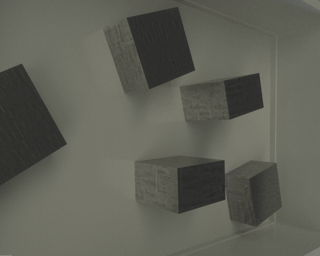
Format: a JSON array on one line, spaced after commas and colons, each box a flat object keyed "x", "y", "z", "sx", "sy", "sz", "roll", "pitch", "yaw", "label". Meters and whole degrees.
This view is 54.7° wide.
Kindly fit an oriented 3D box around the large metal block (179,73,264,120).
[{"x": 0.088, "y": -0.044, "z": 0.444, "sx": 0.081, "sy": 0.080, "sz": 0.050, "roll": -17, "pitch": 101, "yaw": -39, "label": "large metal block"}]

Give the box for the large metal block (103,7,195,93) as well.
[{"x": -0.011, "y": -0.095, "z": 0.381, "sx": 0.081, "sy": 0.050, "sz": 0.080, "roll": -28, "pitch": 108, "yaw": -36, "label": "large metal block"}]

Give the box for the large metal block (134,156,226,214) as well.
[{"x": 0.025, "y": 0.066, "z": 0.391, "sx": 0.081, "sy": 0.080, "sz": 0.050, "roll": -3, "pitch": 92, "yaw": -40, "label": "large metal block"}]

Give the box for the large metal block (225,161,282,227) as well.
[{"x": 0.158, "y": 0.107, "z": 0.522, "sx": 0.081, "sy": 0.050, "sz": 0.079, "roll": -18, "pitch": 101, "yaw": -39, "label": "large metal block"}]

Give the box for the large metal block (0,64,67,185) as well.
[{"x": -0.144, "y": 0.000, "z": 0.270, "sx": 0.080, "sy": 0.050, "sz": 0.080, "roll": -37, "pitch": 113, "yaw": -34, "label": "large metal block"}]
